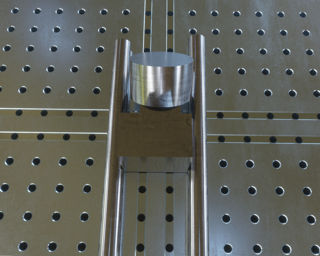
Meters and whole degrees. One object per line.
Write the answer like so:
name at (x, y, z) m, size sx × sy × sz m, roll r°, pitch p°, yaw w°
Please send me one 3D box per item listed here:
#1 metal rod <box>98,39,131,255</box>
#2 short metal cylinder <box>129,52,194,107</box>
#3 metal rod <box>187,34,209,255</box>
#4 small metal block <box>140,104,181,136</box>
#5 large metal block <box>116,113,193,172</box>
metal rod at (-0.057, 0.016, 0.405) m, size 0.025 × 0.025 × 0.299 m, roll 1°, pitch 70°, yaw 0°
short metal cylinder at (0.001, -0.065, 0.399) m, size 0.081 × 0.050 × 0.080 m, roll 1°, pitch 26°, yaw 0°
metal rod at (0.049, 0.009, 0.409) m, size 0.025 × 0.025 × 0.299 m, roll 2°, pitch 70°, yaw 0°
small metal block at (0.000, -0.009, 0.402) m, size 0.050 × 0.050 × 0.025 m, roll 1°, pitch 70°, yaw 0°
large metal block at (-0.005, 0.020, 0.372) m, size 0.081 × 0.080 × 0.050 m, roll 1°, pitch 70°, yaw 0°
